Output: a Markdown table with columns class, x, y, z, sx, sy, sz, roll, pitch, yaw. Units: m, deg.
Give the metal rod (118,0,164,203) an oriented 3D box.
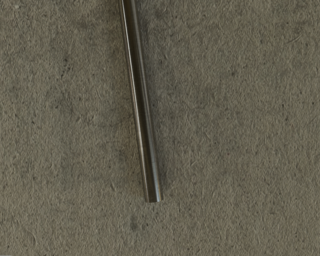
| class | x | y | z | sx | sy | sz | roll | pitch | yaw |
| --- | --- | --- | --- | --- | --- | --- | --- | --- | --- |
| metal rod | -0.028 | -0.053 | 0.409 | 0.025 | 0.025 | 0.298 | -8 | 90 | 0 |
